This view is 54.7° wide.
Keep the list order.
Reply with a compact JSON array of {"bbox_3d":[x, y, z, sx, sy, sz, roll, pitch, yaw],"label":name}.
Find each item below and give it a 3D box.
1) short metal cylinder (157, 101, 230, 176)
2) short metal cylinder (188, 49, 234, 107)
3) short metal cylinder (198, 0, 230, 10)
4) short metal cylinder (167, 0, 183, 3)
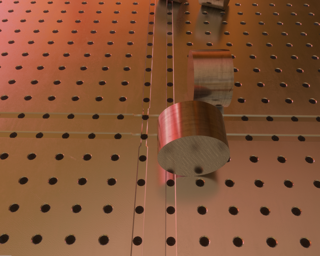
[{"bbox_3d":[0.037,0.014,0.360,0.081,0.080,0.050,-1,50,-1],"label":"short metal cylinder"},{"bbox_3d":[0.067,-0.068,0.429,0.050,0.080,0.080,-1,50,-1],"label":"short metal cylinder"},{"bbox_3d":[0.113,-0.278,0.606,0.050,0.080,0.080,18,53,15],"label":"short metal cylinder"},{"bbox_3d":[0.026,-0.299,0.623,0.050,0.080,0.080,19,53,15],"label":"short metal cylinder"}]
